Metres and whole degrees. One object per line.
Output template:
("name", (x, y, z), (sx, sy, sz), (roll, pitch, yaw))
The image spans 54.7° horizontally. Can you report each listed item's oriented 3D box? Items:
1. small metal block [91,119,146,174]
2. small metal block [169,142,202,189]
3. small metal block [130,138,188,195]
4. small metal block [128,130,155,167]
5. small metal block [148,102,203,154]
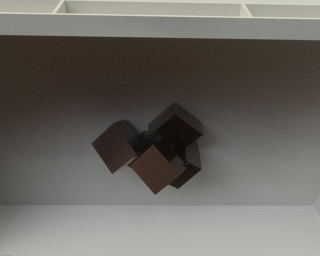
("small metal block", (-0.055, 0.025, 0.411), (0.050, 0.025, 0.050), (-40, 82, 28))
("small metal block", (0.030, 0.048, 0.432), (0.025, 0.050, 0.050), (29, 124, -22))
("small metal block", (-0.002, 0.050, 0.401), (0.050, 0.025, 0.050), (49, 121, 5))
("small metal block", (-0.019, 0.038, 0.439), (0.050, 0.025, 0.050), (35, 122, -26))
("small metal block", (0.020, 0.002, 0.409), (0.050, 0.025, 0.050), (35, 122, -26))
